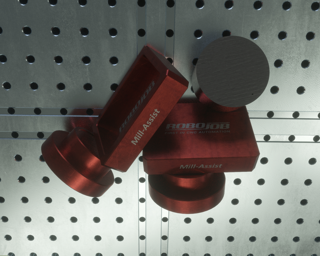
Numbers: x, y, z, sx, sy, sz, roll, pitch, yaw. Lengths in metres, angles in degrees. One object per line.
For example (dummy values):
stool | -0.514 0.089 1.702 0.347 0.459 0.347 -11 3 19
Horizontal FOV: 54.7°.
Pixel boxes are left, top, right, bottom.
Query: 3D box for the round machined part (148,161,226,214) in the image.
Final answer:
round machined part | 0.034 0.060 0.395 0.099 0.098 0.042 -1 117 0

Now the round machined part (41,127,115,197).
round machined part | -0.093 0.036 0.387 0.098 0.098 0.042 42 97 -14

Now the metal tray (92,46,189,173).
metal tray | -0.029 -0.024 0.367 0.030 0.090 0.129 26 109 -32

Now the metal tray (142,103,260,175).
metal tray | 0.045 0.010 0.381 0.131 0.090 0.030 -2 138 0

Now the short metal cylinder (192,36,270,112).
short metal cylinder | 0.080 -0.061 0.364 0.081 0.050 0.080 0 86 0
